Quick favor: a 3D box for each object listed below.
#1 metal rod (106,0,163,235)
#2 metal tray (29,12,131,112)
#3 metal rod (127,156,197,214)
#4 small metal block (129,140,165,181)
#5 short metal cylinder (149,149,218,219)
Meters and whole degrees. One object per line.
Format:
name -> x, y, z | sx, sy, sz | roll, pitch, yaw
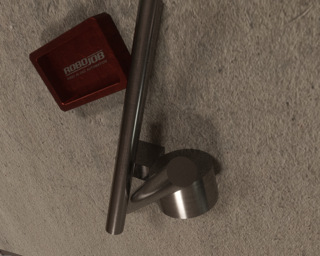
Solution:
metal rod -> -0.036, 0.001, 0.377 | 0.025, 0.025, 0.298 | 17, 110, 18
metal tray -> -0.101, -0.080, 0.404 | 0.130, 0.030, 0.090 | -15, 111, 34
metal rod -> -0.019, 0.083, 0.382 | 0.025, 0.025, 0.299 | 39, 156, 1
small metal block -> -0.027, 0.043, 0.430 | 0.050, 0.050, 0.025 | 15, 124, 20
short metal cylinder -> 0.031, 0.069, 0.396 | 0.080, 0.080, 0.050 | 1, 119, 27
